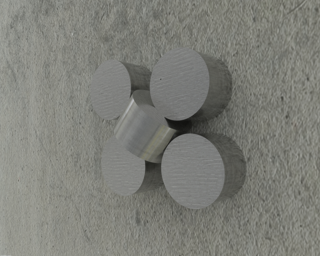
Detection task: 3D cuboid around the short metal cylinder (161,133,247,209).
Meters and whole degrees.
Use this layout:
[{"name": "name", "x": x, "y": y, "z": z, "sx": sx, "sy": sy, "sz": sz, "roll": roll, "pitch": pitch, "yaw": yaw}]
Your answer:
[{"name": "short metal cylinder", "x": 0.048, "y": 0.046, "z": 0.347, "sx": 0.080, "sy": 0.050, "sz": 0.079, "roll": 0, "pitch": 90, "yaw": 39}]

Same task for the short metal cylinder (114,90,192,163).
[{"name": "short metal cylinder", "x": -0.009, "y": -0.003, "z": 0.376, "sx": 0.080, "sy": 0.081, "sz": 0.050, "roll": 47, "pitch": 118, "yaw": 29}]

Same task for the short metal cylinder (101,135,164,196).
[{"name": "short metal cylinder", "x": -0.032, "y": 0.046, "z": 0.413, "sx": 0.080, "sy": 0.050, "sz": 0.079, "roll": 0, "pitch": 90, "yaw": 39}]

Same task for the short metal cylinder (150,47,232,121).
[{"name": "short metal cylinder", "x": 0.035, "y": -0.048, "z": 0.357, "sx": 0.080, "sy": 0.050, "sz": 0.079, "roll": 0, "pitch": 90, "yaw": 39}]

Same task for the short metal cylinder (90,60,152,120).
[{"name": "short metal cylinder", "x": -0.051, "y": -0.051, "z": 0.429, "sx": 0.080, "sy": 0.050, "sz": 0.079, "roll": 0, "pitch": 90, "yaw": 39}]
